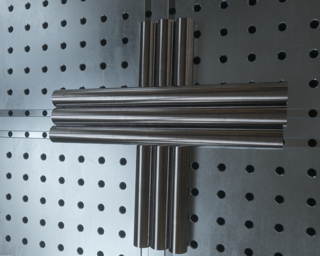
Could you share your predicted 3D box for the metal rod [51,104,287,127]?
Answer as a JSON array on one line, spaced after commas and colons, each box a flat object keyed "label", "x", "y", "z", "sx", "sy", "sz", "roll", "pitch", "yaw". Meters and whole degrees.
[{"label": "metal rod", "x": -0.004, "y": -0.015, "z": 0.388, "sx": 0.301, "sy": 0.025, "sz": 0.025, "roll": 1, "pitch": 90, "yaw": 20}]

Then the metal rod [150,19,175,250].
[{"label": "metal rod", "x": 0.004, "y": 0.009, "z": 0.412, "sx": 0.025, "sy": 0.025, "sz": 0.298, "roll": 2, "pitch": 91, "yaw": 20}]

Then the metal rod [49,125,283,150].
[{"label": "metal rod", "x": -0.007, "y": 0.010, "z": 0.389, "sx": 0.301, "sy": 0.025, "sz": 0.025, "roll": 1, "pitch": 90, "yaw": 20}]

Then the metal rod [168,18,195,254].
[{"label": "metal rod", "x": 0.028, "y": 0.010, "z": 0.403, "sx": 0.025, "sy": 0.025, "sz": 0.298, "roll": 2, "pitch": 91, "yaw": 20}]

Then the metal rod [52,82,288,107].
[{"label": "metal rod", "x": -0.003, "y": -0.040, "z": 0.387, "sx": 0.301, "sy": 0.025, "sz": 0.025, "roll": 1, "pitch": 90, "yaw": 20}]

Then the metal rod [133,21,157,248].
[{"label": "metal rod", "x": -0.019, "y": 0.009, "z": 0.420, "sx": 0.025, "sy": 0.025, "sz": 0.298, "roll": 2, "pitch": 91, "yaw": 20}]
